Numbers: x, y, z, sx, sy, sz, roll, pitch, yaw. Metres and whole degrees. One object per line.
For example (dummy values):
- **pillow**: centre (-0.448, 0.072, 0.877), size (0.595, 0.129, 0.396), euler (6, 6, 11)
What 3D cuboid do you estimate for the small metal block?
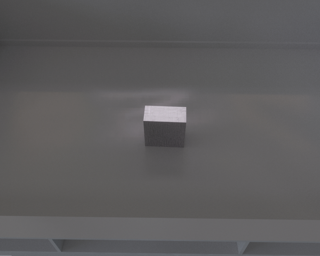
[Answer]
- **small metal block**: centre (0.006, -0.001, 0.390), size (0.050, 0.050, 0.025), euler (2, 50, 2)
